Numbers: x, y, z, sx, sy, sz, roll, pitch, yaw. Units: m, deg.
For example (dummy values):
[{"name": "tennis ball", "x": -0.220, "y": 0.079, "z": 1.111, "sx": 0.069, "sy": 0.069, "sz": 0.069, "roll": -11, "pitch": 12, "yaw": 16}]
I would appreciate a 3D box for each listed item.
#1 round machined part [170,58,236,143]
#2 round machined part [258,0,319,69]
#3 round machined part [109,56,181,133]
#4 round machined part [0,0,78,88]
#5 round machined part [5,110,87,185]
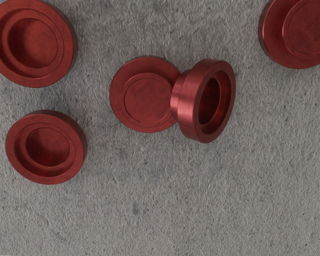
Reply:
[{"name": "round machined part", "x": 0.049, "y": -0.034, "z": 0.369, "sx": 0.042, "sy": 0.099, "sz": 0.097, "roll": 18, "pitch": 115, "yaw": 35}, {"name": "round machined part", "x": 0.169, "y": -0.117, "z": 0.359, "sx": 0.099, "sy": 0.042, "sz": 0.097, "roll": 0, "pitch": 110, "yaw": 0}, {"name": "round machined part", "x": -0.014, "y": -0.039, "z": 0.386, "sx": 0.099, "sy": 0.042, "sz": 0.097, "roll": 0, "pitch": 110, "yaw": 0}, {"name": "round machined part", "x": -0.145, "y": -0.099, "z": 0.363, "sx": 0.099, "sy": 0.042, "sz": 0.097, "roll": 0, "pitch": 110, "yaw": 0}, {"name": "round machined part", "x": -0.144, "y": 0.022, "z": 0.407, "sx": 0.099, "sy": 0.042, "sz": 0.097, "roll": 0, "pitch": 110, "yaw": 0}]
